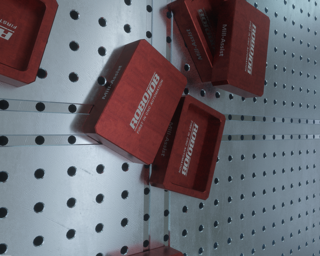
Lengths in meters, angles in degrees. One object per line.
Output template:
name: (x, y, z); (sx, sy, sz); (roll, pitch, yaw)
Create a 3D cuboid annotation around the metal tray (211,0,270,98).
metal tray: (0.124, -0.118, 0.468); (0.091, 0.030, 0.129); (12, 83, -39)

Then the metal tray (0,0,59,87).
metal tray: (-0.165, -0.100, 0.266); (0.131, 0.030, 0.090); (20, 77, -38)

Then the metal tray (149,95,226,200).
metal tray: (0.043, 0.029, 0.440); (0.090, 0.030, 0.130); (24, 75, -37)

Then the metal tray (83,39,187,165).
metal tray: (-0.025, -0.031, 0.384); (0.090, 0.030, 0.130); (37, 68, -34)

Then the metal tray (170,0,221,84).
metal tray: (0.078, -0.145, 0.469); (0.090, 0.030, 0.130); (-42, 115, -32)

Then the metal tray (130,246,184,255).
metal tray: (-0.014, 0.227, 0.393); (0.091, 0.030, 0.129); (3, 88, -40)
